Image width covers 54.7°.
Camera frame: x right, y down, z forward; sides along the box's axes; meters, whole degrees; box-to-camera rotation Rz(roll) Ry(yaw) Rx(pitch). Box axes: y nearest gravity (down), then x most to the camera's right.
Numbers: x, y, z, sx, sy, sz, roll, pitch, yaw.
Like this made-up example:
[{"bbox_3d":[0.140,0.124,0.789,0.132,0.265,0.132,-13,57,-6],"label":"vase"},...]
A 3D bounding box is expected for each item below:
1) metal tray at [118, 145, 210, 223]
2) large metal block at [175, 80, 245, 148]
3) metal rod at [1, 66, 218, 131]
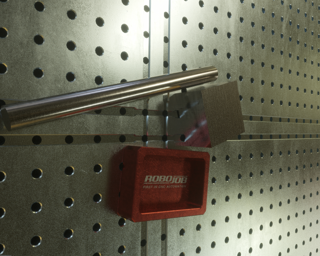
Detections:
[{"bbox_3d":[0.011,0.073,0.417,0.131,0.030,0.089,8,85,-40],"label":"metal tray"},{"bbox_3d":[0.076,-0.022,0.459,0.081,0.050,0.079,-20,103,-39],"label":"large metal block"},{"bbox_3d":[-0.032,-0.046,0.383,0.302,0.025,0.025,-18,102,-39],"label":"metal rod"}]
